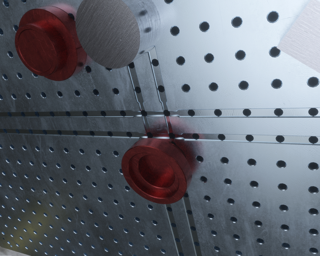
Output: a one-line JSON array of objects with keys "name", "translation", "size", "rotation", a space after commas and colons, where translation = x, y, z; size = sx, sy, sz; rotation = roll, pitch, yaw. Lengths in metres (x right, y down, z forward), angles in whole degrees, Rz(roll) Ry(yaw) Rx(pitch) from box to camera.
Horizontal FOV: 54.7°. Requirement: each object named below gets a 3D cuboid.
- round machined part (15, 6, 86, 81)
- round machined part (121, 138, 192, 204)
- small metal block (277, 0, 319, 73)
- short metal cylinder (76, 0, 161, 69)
[{"name": "round machined part", "translation": [-0.151, -0.108, 0.413], "size": [0.098, 0.042, 0.097], "rotation": [13, 124, 21]}, {"name": "round machined part", "translation": [-0.001, 0.055, 0.435], "size": [0.098, 0.042, 0.097], "rotation": [13, 124, 21]}, {"name": "small metal block", "translation": [0.145, -0.085, 0.282], "size": [0.050, 0.025, 0.050], "rotation": [33, 129, 6]}, {"name": "short metal cylinder", "translation": [-0.046, -0.113, 0.349], "size": [0.080, 0.050, 0.079], "rotation": [13, 124, 21]}]
